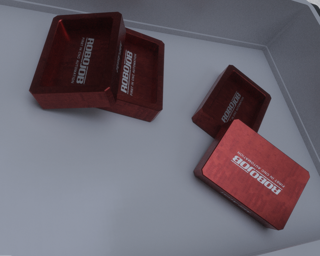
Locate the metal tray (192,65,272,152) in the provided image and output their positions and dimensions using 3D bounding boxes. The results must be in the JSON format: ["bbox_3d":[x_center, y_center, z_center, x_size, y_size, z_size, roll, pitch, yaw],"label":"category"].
[{"bbox_3d":[0.116,-0.032,0.483,0.090,0.030,0.130,38,51,-3],"label":"metal tray"}]

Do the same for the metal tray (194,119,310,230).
[{"bbox_3d":[0.122,0.061,0.410,0.130,0.030,0.090,37,73,-4],"label":"metal tray"}]

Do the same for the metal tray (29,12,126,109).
[{"bbox_3d":[-0.094,-0.085,0.376,0.090,0.030,0.130,-1,58,6],"label":"metal tray"}]

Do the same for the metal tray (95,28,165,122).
[{"bbox_3d":[-0.042,-0.079,0.427,0.091,0.030,0.130,15,56,-20],"label":"metal tray"}]
